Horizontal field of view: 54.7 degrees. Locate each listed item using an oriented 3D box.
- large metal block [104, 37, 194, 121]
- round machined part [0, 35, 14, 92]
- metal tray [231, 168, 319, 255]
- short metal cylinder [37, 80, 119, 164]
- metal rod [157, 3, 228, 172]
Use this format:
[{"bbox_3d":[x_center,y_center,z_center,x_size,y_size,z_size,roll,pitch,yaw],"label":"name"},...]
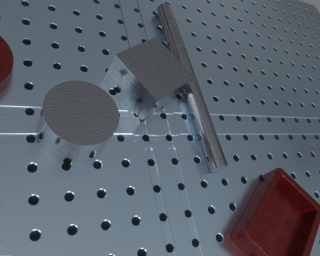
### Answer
[{"bbox_3d":[-0.015,-0.069,0.428,0.080,0.050,0.081,49,51,6],"label":"large metal block"},{"bbox_3d":[-0.212,-0.080,0.332,0.099,0.042,0.098,14,56,-21],"label":"round machined part"},{"bbox_3d":[0.162,0.127,0.416,0.090,0.030,0.131,44,51,2],"label":"metal tray"},{"bbox_3d":[-0.092,-0.006,0.347,0.081,0.050,0.080,14,56,-21],"label":"short metal cylinder"},{"bbox_3d":[0.044,-0.076,0.479,0.025,0.025,0.299,-1,62,-29],"label":"metal rod"}]
